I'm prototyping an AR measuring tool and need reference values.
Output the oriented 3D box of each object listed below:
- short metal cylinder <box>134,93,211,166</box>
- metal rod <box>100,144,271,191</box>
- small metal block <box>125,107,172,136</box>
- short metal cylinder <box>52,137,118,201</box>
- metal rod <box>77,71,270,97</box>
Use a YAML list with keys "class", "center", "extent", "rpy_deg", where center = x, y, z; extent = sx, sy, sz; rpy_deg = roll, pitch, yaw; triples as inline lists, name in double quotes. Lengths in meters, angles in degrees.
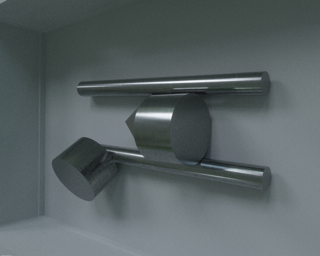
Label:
- class: "short metal cylinder"
  center: [0.016, 0.001, 0.354]
  extent: [0.050, 0.081, 0.079]
  rpy_deg: [2, 92, 40]
- class: "metal rod"
  center: [-0.008, 0.043, 0.409]
  extent: [0.300, 0.025, 0.025]
  rpy_deg: [4, 93, 39]
- class: "small metal block"
  center: [-0.013, -0.004, 0.413]
  extent: [0.050, 0.025, 0.050]
  rpy_deg: [-45, 63, 30]
- class: "short metal cylinder"
  center: [-0.110, 0.060, 0.454]
  extent: [0.080, 0.050, 0.079]
  rpy_deg: [24, 137, 24]
- class: "metal rod"
  center: [-0.009, -0.054, 0.409]
  extent: [0.300, 0.025, 0.025]
  rpy_deg: [5, 93, 39]
